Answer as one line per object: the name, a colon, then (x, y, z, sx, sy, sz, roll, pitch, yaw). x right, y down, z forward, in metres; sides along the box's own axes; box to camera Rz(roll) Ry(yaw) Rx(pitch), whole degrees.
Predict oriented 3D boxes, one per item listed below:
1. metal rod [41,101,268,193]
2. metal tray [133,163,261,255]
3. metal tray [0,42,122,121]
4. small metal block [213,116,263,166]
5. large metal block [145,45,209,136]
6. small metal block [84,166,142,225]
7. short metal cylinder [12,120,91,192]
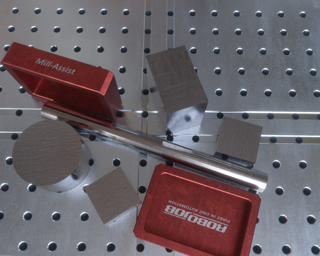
metal rod: (-0.012, 0.022, 0.403, 0.301, 0.025, 0.025, 18, 71, 6)
metal tray: (0.044, 0.105, 0.370, 0.131, 0.030, 0.090, 17, 71, 6)
metal tray: (-0.119, -0.056, 0.395, 0.131, 0.090, 0.030, 18, 71, 6)
small metal block: (0.102, 0.018, 0.405, 0.050, 0.025, 0.050, 16, 71, 5)
large metal block: (0.019, -0.045, 0.400, 0.050, 0.080, 0.080, -17, 71, -6)
small metal block: (-0.057, 0.084, 0.381, 0.050, 0.025, 0.050, -31, 73, -11)
short metal cylinder: (-0.131, 0.036, 0.383, 0.081, 0.050, 0.080, 0, 70, 0)
